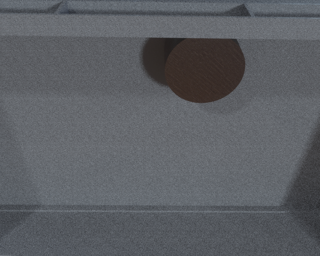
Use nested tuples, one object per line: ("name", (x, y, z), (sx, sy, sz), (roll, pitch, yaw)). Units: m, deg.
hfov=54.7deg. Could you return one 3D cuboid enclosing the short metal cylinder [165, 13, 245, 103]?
("short metal cylinder", (0.045, -0.074, 0.330), (0.081, 0.050, 0.079), (0, 130, 0))
